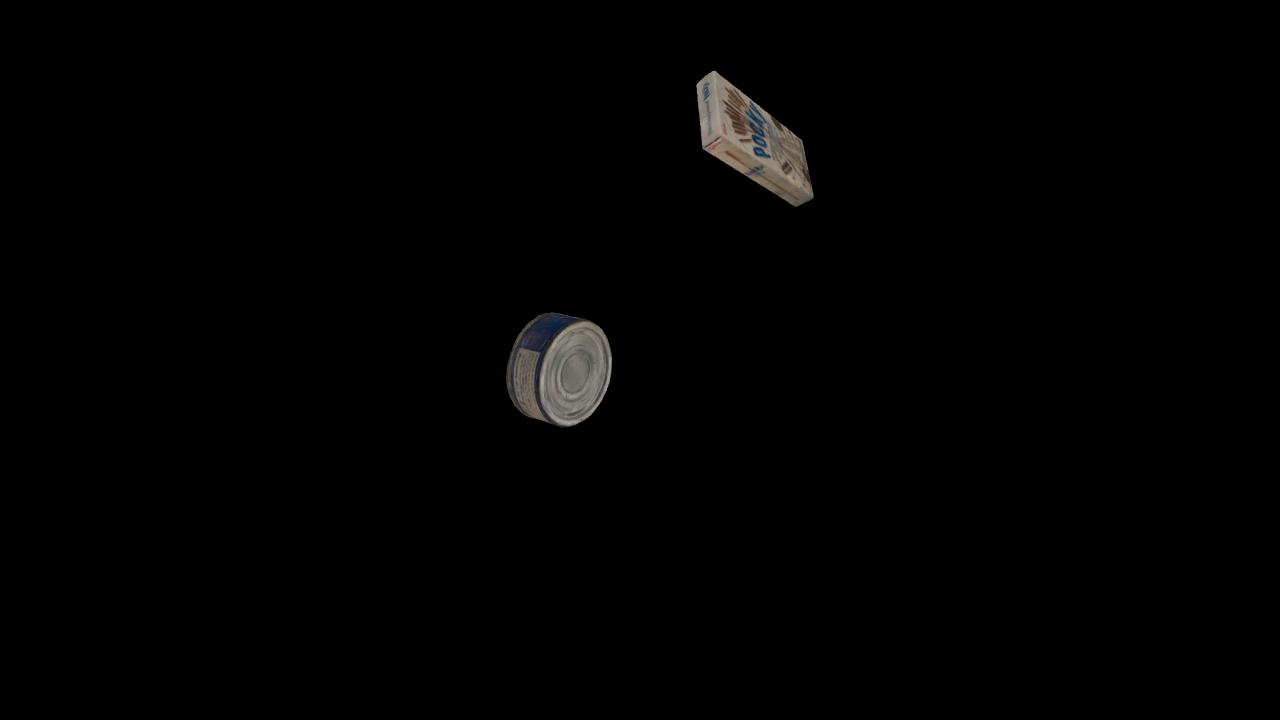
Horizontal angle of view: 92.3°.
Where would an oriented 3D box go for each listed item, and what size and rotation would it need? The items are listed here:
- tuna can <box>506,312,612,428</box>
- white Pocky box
[{"bbox_3d":[-0.058,0.007,0.467,0.034,0.084,0.084,13,7,35],"label":"tuna can"},{"bbox_3d":[0.121,-0.224,0.637,0.154,0.084,0.028,16,-29,-39],"label":"white Pocky box"}]
